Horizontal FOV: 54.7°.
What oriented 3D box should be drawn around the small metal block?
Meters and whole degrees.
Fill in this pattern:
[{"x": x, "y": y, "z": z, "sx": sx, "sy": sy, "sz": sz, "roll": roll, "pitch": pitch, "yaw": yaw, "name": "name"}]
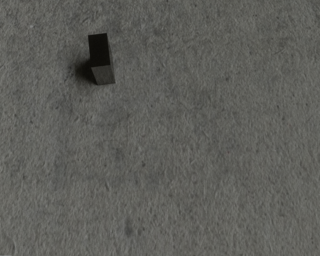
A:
[{"x": -0.080, "y": -0.094, "z": 0.428, "sx": 0.025, "sy": 0.050, "sz": 0.050, "roll": -8, "pitch": 70, "yaw": -3, "name": "small metal block"}]
